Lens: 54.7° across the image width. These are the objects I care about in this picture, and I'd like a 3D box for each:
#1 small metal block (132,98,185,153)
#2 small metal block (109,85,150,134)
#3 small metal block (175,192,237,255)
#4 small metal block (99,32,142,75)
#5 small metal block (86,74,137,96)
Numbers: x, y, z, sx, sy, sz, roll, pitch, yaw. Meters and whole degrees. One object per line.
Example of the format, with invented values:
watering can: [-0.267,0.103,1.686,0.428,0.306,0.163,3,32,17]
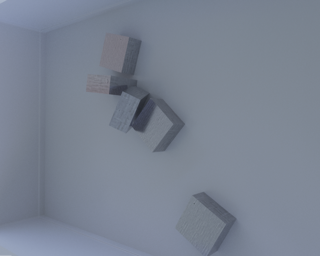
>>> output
small metal block: [-0.003,-0.004,0.408,0.050,0.025,0.050,50,119,27]
small metal block: [-0.041,-0.026,0.418,0.025,0.050,0.050,26,109,3]
small metal block: [0.052,0.112,0.362,0.050,0.025,0.050,37,112,33]
small metal block: [-0.058,-0.109,0.453,0.050,0.025,0.050,23,104,37]
small metal block: [-0.069,-0.061,0.445,0.050,0.050,0.025,11,97,39]
